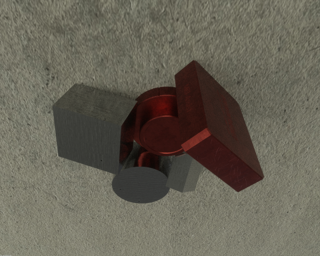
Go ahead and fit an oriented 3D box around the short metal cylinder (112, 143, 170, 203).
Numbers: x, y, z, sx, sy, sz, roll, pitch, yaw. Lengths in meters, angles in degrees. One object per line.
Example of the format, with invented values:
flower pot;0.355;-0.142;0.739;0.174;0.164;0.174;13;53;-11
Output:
short metal cylinder;-0.026;0.064;0.447;0.081;0.050;0.079;0;130;0

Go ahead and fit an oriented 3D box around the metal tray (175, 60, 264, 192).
metal tray;0.060;-0.007;0.333;0.030;0.130;0.090;-37;121;26

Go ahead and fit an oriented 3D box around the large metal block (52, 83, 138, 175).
large metal block;-0.077;0.002;0.376;0.080;0.050;0.079;16;130;8

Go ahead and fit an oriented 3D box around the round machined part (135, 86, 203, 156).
round machined part;0.008;-0.002;0.397;0.099;0.042;0.097;-1;130;0

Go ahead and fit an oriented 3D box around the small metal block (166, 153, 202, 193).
small metal block;0.036;0.060;0.430;0.025;0.050;0.050;17;180;26
